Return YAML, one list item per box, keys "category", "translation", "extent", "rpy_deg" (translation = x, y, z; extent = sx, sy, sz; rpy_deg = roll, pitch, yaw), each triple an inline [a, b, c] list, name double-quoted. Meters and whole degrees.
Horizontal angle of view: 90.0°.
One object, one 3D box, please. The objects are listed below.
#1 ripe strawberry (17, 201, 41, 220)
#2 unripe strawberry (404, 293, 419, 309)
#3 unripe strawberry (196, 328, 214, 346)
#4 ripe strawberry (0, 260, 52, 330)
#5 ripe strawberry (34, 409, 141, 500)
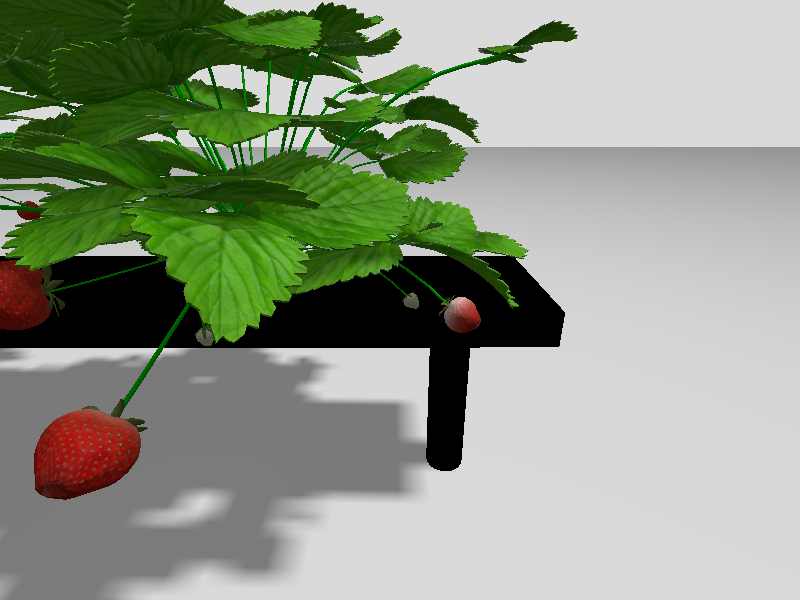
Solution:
- category: "ripe strawberry"
  translation: [-0.553, -0.132, 0.600]
  extent: [0.024, 0.028, 0.027]
  rpy_deg: [2, -26, 5]
- category: "unripe strawberry"
  translation: [0.009, 0.001, 0.303]
  extent: [0.012, 0.012, 0.011]
  rpy_deg: [42, 35, 8]
- category: "unripe strawberry"
  translation: [-0.114, 0.022, 0.235]
  extent: [0.010, 0.011, 0.011]
  rpy_deg: [-2, 23, -4]
- category: "ripe strawberry"
  translation: [-0.260, -0.002, 0.265]
  extent: [0.044, 0.046, 0.040]
  rpy_deg: [-17, 28, -34]
- category: "ripe strawberry"
  translation: [-0.116, 0.056, 0.146]
  extent: [0.032, 0.028, 0.033]
  rpy_deg: [-1, 23, -2]
